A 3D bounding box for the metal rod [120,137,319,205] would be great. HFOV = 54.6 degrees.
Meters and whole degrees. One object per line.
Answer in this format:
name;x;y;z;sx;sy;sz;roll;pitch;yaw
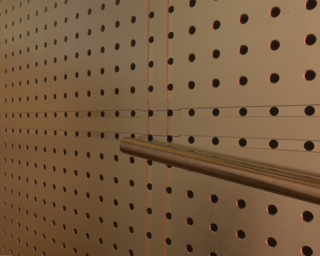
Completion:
metal rod;0.065;0.044;0.356;0.300;0.025;0.025;10;96;39
